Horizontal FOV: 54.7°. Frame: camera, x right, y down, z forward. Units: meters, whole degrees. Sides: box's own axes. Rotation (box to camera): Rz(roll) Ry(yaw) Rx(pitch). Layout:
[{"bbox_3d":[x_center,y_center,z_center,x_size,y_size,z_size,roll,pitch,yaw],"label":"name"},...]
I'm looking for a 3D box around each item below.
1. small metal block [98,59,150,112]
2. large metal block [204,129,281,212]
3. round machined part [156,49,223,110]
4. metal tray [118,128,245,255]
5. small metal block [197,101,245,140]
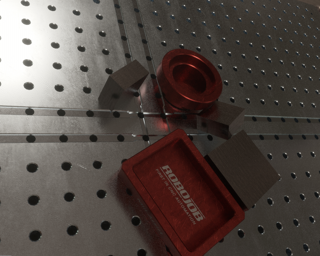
[{"bbox_3d":[-0.047,-0.055,0.402,0.025,0.050,0.050,45,51,3],"label":"small metal block"},{"bbox_3d":[0.098,0.060,0.410,0.081,0.050,0.080,-28,78,-38],"label":"large metal block"},{"bbox_3d":[0.040,-0.067,0.460,0.099,0.042,0.098,13,55,-19],"label":"round machined part"},{"bbox_3d":[0.024,0.076,0.360,0.091,0.030,0.130,-31,79,-24],"label":"metal tray"},{"bbox_3d":[0.088,-0.013,0.450,0.050,0.025,0.050,21,42,31],"label":"small metal block"}]
